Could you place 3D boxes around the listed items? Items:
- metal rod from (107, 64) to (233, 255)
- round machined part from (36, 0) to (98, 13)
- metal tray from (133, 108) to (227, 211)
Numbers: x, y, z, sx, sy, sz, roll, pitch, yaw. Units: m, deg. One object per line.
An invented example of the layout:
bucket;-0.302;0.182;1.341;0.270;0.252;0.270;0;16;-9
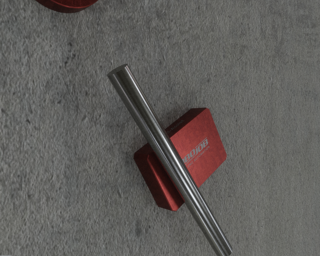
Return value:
metal rod;0.023;0.057;0.386;0.025;0.025;0.299;-45;117;-31
round machined part;-0.095;-0.172;0.315;0.099;0.042;0.097;0;90;-40
metal tray;0.034;0.040;0.432;0.131;0.030;0.090;-38;113;-34
